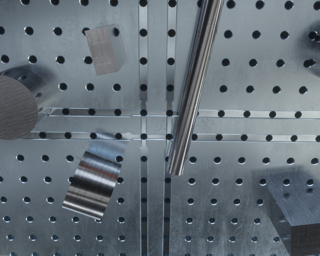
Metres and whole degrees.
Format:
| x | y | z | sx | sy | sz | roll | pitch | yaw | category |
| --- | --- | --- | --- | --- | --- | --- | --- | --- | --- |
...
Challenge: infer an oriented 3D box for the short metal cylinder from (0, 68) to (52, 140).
| x | y | z | sx | sy | sz | roll | pitch | yaw | category |
| --- | --- | --- | --- | --- | --- | --- | --- | --- | --- |
| -0.184 | -0.031 | 0.387 | 0.081 | 0.050 | 0.079 | 0 | 110 | 0 | short metal cylinder |

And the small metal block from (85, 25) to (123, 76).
| x | y | z | sx | sy | sz | roll | pitch | yaw | category |
| --- | --- | --- | --- | --- | --- | --- | --- | --- | --- |
| -0.064 | -0.093 | 0.365 | 0.025 | 0.050 | 0.050 | -11 | 110 | 4 | small metal block |

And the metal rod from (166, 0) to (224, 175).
| x | y | z | sx | sy | sz | roll | pitch | yaw | category |
| --- | --- | --- | --- | --- | --- | --- | --- | --- | --- |
| 0.048 | -0.077 | 0.385 | 0.025 | 0.025 | 0.298 | 10 | 110 | -4 | metal rod |

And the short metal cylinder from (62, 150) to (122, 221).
| x | y | z | sx | sy | sz | roll | pitch | yaw | category |
| --- | --- | --- | --- | --- | --- | --- | --- | --- | --- |
| -0.089 | 0.075 | 0.411 | 0.050 | 0.080 | 0.079 | 22 | 109 | -8 | short metal cylinder |

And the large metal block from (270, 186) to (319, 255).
| x | y | z | sx | sy | sz | roll | pitch | yaw | category |
| --- | --- | --- | --- | --- | --- | --- | --- | --- | --- |
| 0.208 | 0.128 | 0.433 | 0.080 | 0.080 | 0.050 | -7 | 110 | 2 | large metal block |

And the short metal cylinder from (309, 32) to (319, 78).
| x | y | z | sx | sy | sz | roll | pitch | yaw | category |
| --- | --- | --- | --- | --- | --- | --- | --- | --- | --- |
| 0.230 | -0.088 | 0.370 | 0.081 | 0.050 | 0.079 | 0 | 110 | 0 | short metal cylinder |
